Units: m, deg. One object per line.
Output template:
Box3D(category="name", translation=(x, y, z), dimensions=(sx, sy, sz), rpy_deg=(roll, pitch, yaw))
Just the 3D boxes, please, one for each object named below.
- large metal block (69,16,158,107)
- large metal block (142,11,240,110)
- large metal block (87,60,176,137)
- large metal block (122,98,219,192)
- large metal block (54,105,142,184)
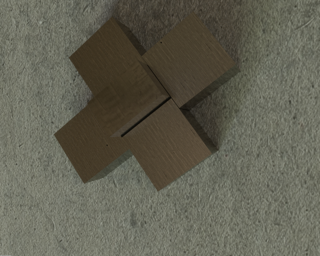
Box3D(category="large metal block", translation=(-0.060, -0.085, 0.416), dimensions=(0.080, 0.050, 0.080), rpy_deg=(-38, 78, 15))
Box3D(category="large metal block", translation=(0.039, -0.079, 0.382), dimensions=(0.080, 0.050, 0.080), rpy_deg=(-38, 78, 15))
Box3D(category="large metal block", translation=(-0.028, -0.033, 0.390), dimensions=(0.080, 0.080, 0.050), rpy_deg=(-38, 78, 16))
Box3D(category="large metal block", translation=(0.014, 0.020, 0.390), dimensions=(0.080, 0.050, 0.080), rpy_deg=(-38, 78, 15))
Box3D(category="large metal block", translation=(-0.082, 0.017, 0.424), dimensions=(0.080, 0.050, 0.080), rpy_deg=(-38, 78, 15))
